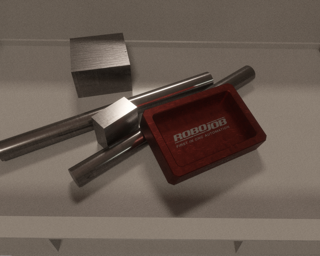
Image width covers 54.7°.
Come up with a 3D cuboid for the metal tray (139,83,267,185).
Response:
[{"bbox_3d":[0.052,0.003,0.381,0.131,0.030,0.090,-20,68,-20],"label":"metal tray"}]

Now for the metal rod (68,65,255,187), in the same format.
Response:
[{"bbox_3d":[0.019,-0.014,0.416,0.302,0.025,0.025,-31,57,-24],"label":"metal rod"}]

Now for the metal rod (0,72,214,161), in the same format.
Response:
[{"bbox_3d":[-0.061,-0.022,0.422,0.302,0.025,0.025,-21,53,-17],"label":"metal rod"}]

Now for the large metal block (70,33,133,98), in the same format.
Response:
[{"bbox_3d":[-0.089,-0.096,0.468,0.081,0.050,0.080,-9,51,-8],"label":"large metal block"}]

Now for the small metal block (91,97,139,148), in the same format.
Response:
[{"bbox_3d":[-0.055,-0.003,0.391,0.050,0.050,0.025,-36,59,-26],"label":"small metal block"}]
